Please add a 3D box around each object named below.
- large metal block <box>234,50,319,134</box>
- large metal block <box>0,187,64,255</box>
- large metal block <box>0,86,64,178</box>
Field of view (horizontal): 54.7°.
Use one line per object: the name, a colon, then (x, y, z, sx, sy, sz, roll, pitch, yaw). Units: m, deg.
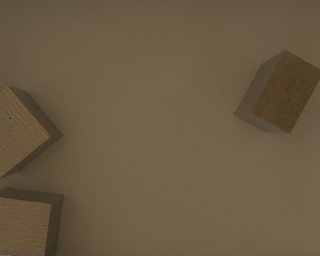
large metal block: (0.142, -0.041, 0.385, 0.050, 0.080, 0.080, 29, 90, 0)
large metal block: (-0.176, 0.126, 0.398, 0.080, 0.050, 0.080, 8, 90, 0)
large metal block: (-0.188, 0.005, 0.397, 0.080, 0.050, 0.080, -40, 90, 0)
